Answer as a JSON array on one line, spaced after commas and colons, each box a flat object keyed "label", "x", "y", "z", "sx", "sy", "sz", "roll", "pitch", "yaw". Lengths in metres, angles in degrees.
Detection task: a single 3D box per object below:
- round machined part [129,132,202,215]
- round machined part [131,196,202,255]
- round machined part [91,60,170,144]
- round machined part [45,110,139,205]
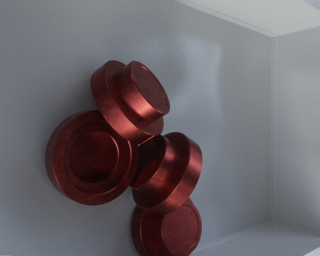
[{"label": "round machined part", "x": -0.002, "y": 0.046, "z": 0.358, "sx": 0.042, "sy": 0.098, "sz": 0.098, "roll": 35, "pitch": 69, "yaw": -28}, {"label": "round machined part", "x": 0.016, "y": 0.127, "z": 0.398, "sx": 0.099, "sy": 0.042, "sz": 0.098, "roll": 10, "pitch": 74, "yaw": -37}, {"label": "round machined part", "x": -0.025, "y": -0.034, "z": 0.342, "sx": 0.098, "sy": 0.042, "sz": 0.098, "roll": 45, "pitch": 26, "yaw": -28}, {"label": "round machined part", "x": -0.074, "y": 0.030, "z": 0.333, "sx": 0.099, "sy": 0.042, "sz": 0.097, "roll": 0, "pitch": 90, "yaw": -40}]
